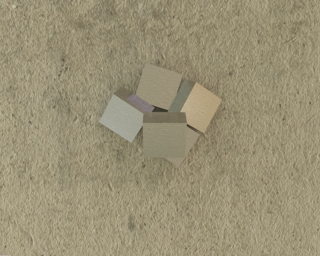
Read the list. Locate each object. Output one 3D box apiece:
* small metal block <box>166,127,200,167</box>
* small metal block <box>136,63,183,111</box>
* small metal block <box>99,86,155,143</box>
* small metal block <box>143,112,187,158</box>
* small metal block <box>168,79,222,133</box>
[{"bbox_3d":[0.017,0.016,0.412,0.050,0.025,0.050,33,90,-1],"label":"small metal block"},{"bbox_3d":[-0.002,-0.053,0.411,0.050,0.025,0.050,17,90,-1],"label":"small metal block"},{"bbox_3d":[-0.043,-0.017,0.399,0.050,0.025,0.050,33,126,-2],"label":"small metal block"},{"bbox_3d":[0.005,0.008,0.375,0.050,0.025,0.050,0,123,-1],"label":"small metal block"},{"bbox_3d":[0.045,-0.028,0.401,0.050,0.025,0.050,28,90,-34],"label":"small metal block"}]
